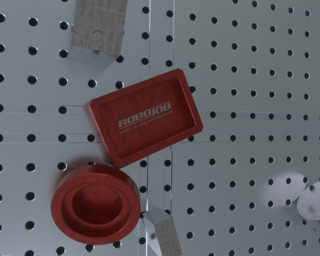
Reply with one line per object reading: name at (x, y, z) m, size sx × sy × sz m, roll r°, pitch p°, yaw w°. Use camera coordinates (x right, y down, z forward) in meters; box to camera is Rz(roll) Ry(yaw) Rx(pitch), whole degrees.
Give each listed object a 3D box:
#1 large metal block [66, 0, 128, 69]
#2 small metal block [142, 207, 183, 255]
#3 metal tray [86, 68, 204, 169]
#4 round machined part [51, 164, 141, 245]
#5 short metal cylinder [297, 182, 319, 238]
large metal block at (-0.074, -0.119, 0.356) m, size 0.050 × 0.080 × 0.080 m, roll 8°, pitch 87°, yaw -20°
small metal block at (0.002, 0.136, 0.400) m, size 0.025 × 0.050 × 0.050 m, roll -17°, pitch 96°, yaw -19°
metal tray at (-0.017, -0.014, 0.403) m, size 0.131 × 0.030 × 0.090 m, roll -23°, pitch 98°, yaw -19°
round machined part at (-0.072, 0.085, 0.364) m, size 0.099 × 0.042 × 0.097 m, roll -1°, pitch 112°, yaw -3°
short metal cylinder at (0.264, 0.127, 0.481) m, size 0.080 × 0.080 × 0.050 m, roll -45°, pitch 104°, yaw -14°
